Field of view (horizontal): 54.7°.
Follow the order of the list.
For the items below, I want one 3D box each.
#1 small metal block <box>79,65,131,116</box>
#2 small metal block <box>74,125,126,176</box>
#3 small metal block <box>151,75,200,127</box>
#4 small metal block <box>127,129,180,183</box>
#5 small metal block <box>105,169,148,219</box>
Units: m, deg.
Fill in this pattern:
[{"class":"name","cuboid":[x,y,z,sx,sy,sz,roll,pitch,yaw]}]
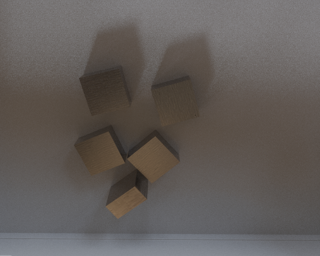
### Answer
[{"class":"small metal block","cuboid":[-0.068,-0.047,0.393,0.050,0.025,0.050,-13,110,4]},{"class":"small metal block","cuboid":[-0.080,0.030,0.421,0.050,0.025,0.050,-22,109,7]},{"class":"small metal block","cuboid":[0.020,-0.035,0.399,0.050,0.025,0.050,-15,110,5]},{"class":"small metal block","cuboid":[-0.009,0.039,0.426,0.050,0.025,0.050,-39,106,13]},{"class":"small metal block","cuboid":[-0.045,0.090,0.431,0.050,0.050,0.025,-36,107,12]}]
